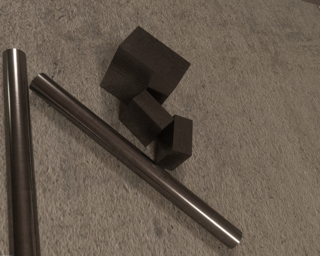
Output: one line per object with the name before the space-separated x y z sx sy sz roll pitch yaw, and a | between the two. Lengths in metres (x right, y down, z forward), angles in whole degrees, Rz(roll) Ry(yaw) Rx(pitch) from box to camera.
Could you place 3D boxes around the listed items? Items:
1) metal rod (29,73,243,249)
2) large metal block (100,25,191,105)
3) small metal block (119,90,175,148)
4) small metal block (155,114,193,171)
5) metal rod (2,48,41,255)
metal rod | -0.026 0.040 0.366 0.300 0.025 0.025 39 51 -2
large metal block | -0.021 -0.068 0.400 0.080 0.080 0.050 35 51 -6
small metal block | -0.018 -0.011 0.386 0.050 0.050 0.025 46 51 3
small metal block | 0.017 0.019 0.387 0.025 0.050 0.050 18 55 -19
metal rod | -0.136 0.047 0.302 0.025 0.025 0.299 -1 62 -29
